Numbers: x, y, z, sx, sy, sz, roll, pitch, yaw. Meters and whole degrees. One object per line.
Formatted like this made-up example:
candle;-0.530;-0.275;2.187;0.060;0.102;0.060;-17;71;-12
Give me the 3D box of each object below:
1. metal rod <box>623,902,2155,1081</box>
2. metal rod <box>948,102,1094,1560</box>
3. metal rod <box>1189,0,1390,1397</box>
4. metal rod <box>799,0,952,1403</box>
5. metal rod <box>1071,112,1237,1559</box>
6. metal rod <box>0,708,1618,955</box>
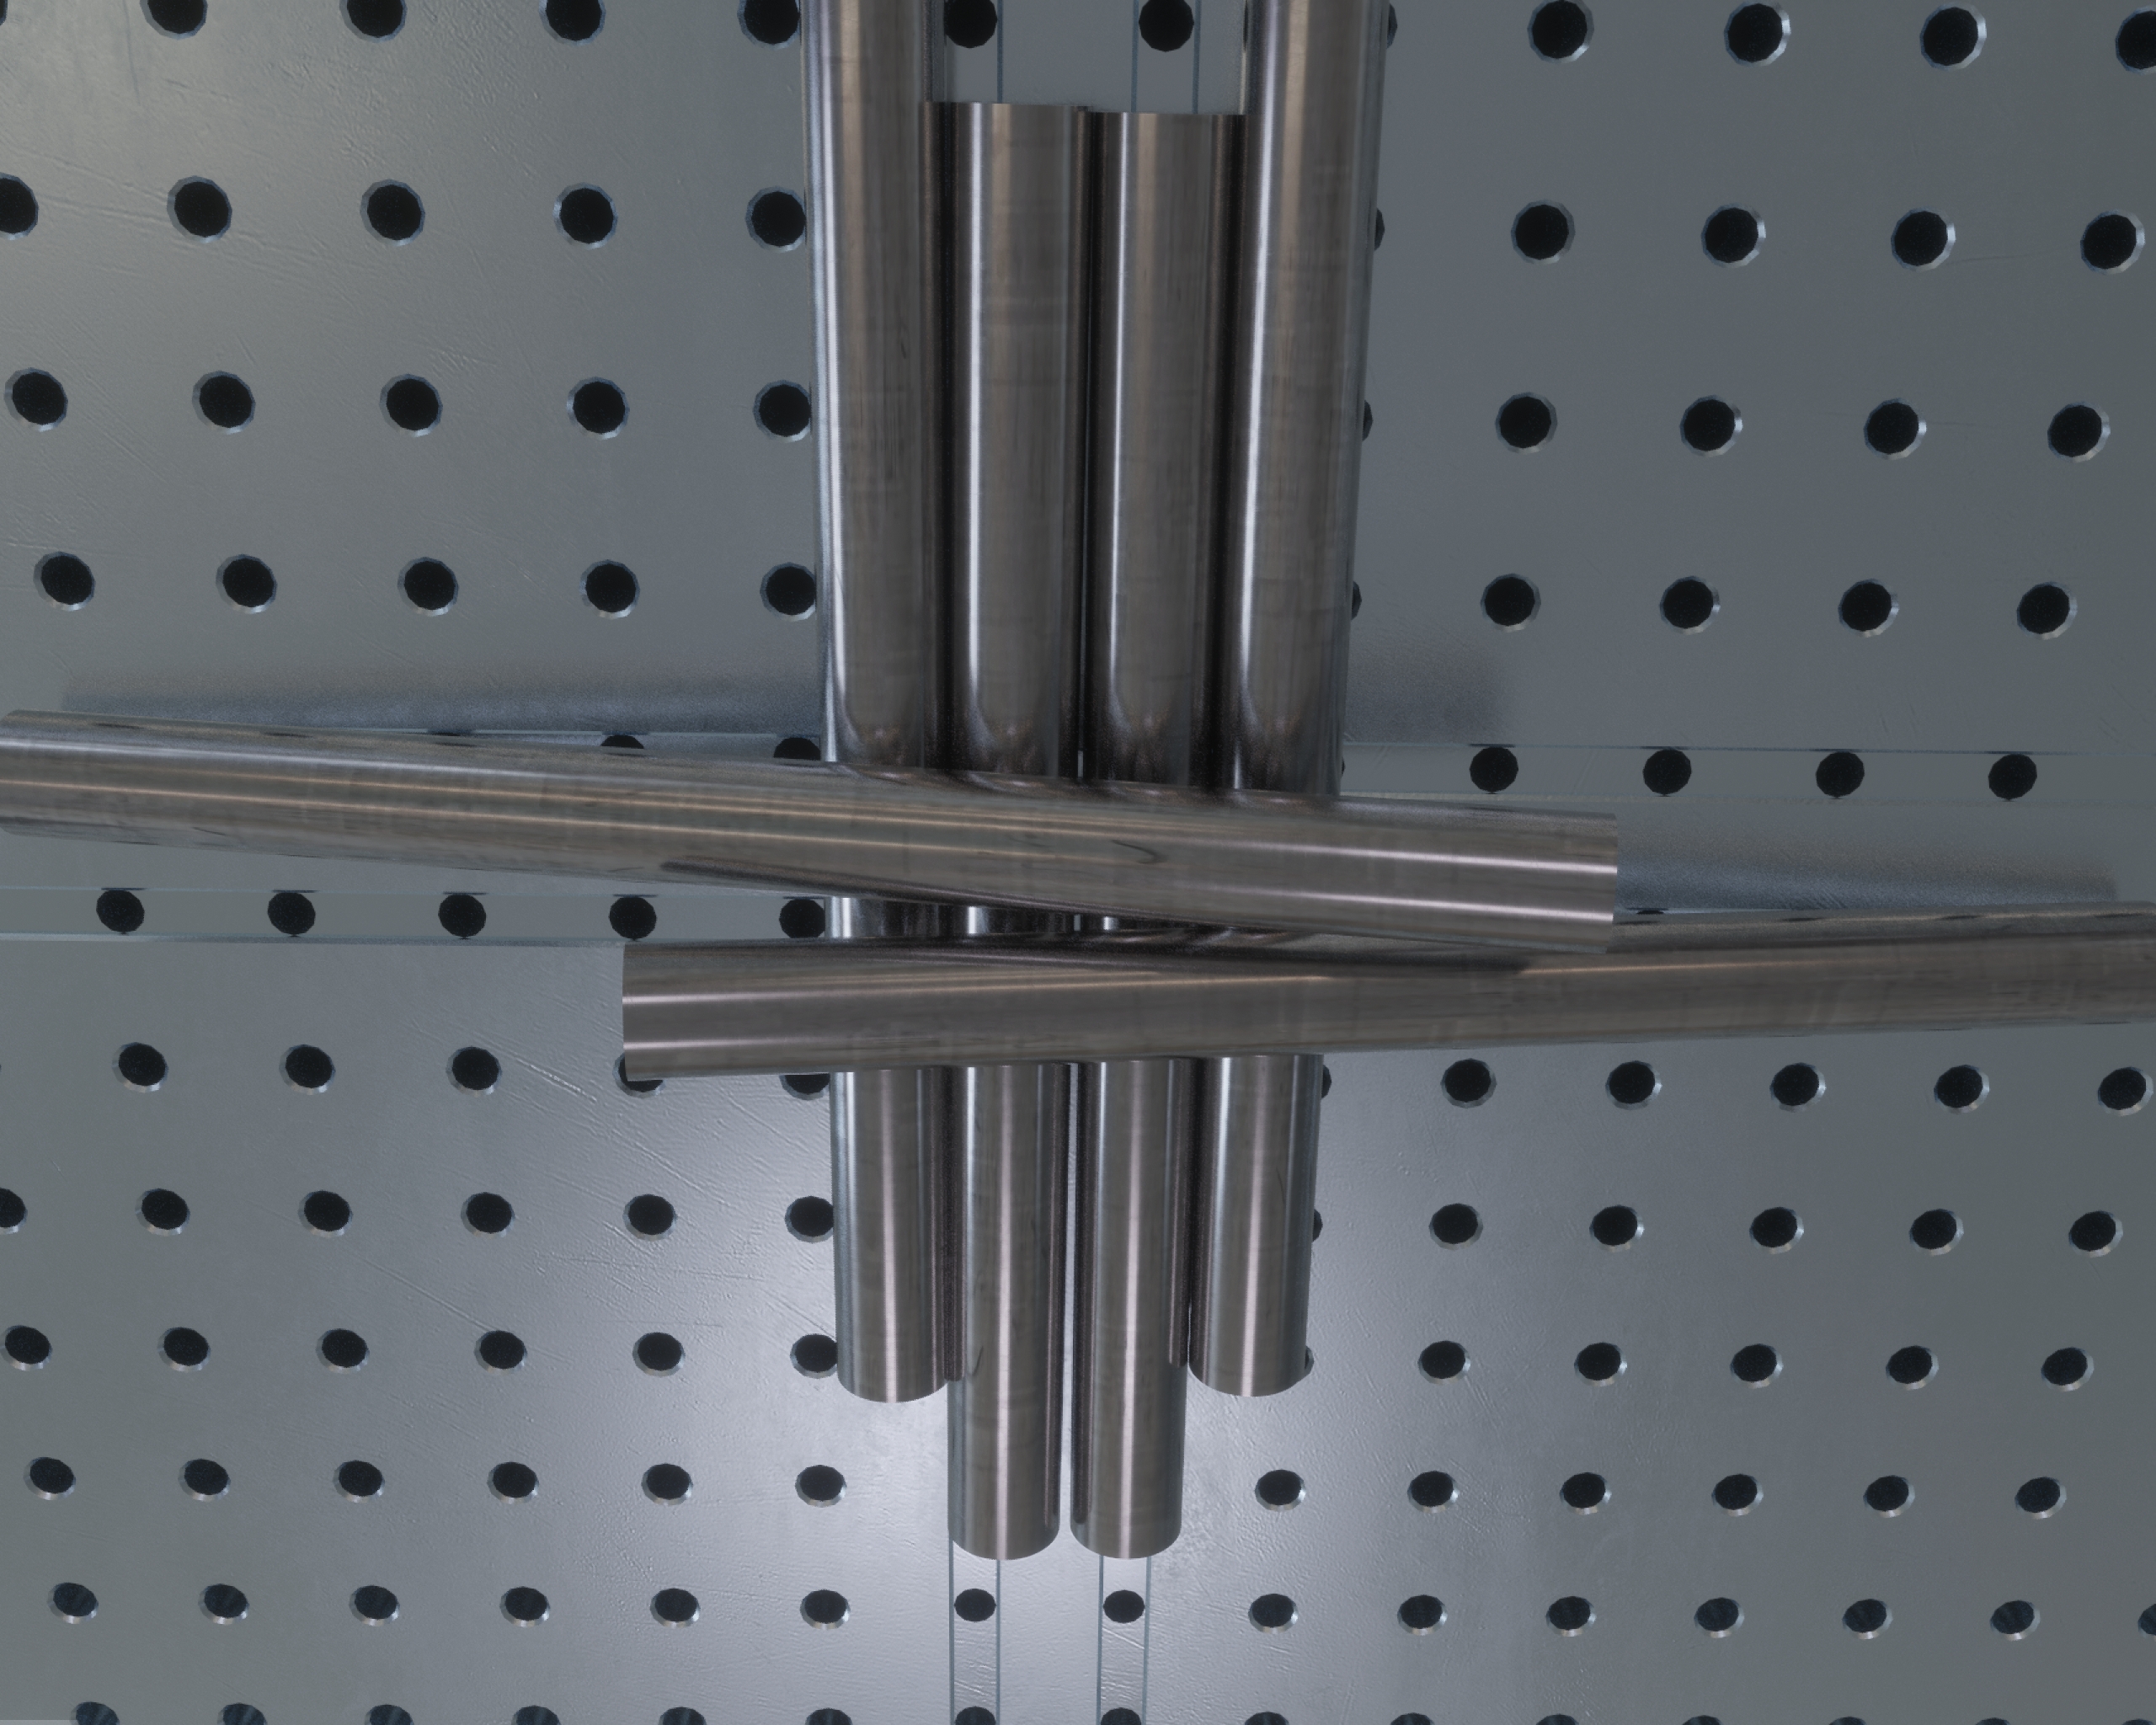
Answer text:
metal rod;0.068;0.024;0.400;0.302;0.025;0.025;-1;110;-9
metal rod;-0.013;0.008;0.415;0.025;0.025;0.298;1;110;-1
metal rod;0.039;-0.031;0.401;0.025;0.025;0.298;1;110;0
metal rod;-0.037;-0.030;0.401;0.025;0.025;0.298;1;110;0
metal rod;0.013;0.008;0.417;0.025;0.025;0.298;1;110;0
metal rod;-0.056;-0.007;0.386;0.301;0.025;0.025;4;110;8
